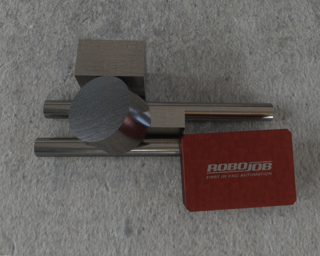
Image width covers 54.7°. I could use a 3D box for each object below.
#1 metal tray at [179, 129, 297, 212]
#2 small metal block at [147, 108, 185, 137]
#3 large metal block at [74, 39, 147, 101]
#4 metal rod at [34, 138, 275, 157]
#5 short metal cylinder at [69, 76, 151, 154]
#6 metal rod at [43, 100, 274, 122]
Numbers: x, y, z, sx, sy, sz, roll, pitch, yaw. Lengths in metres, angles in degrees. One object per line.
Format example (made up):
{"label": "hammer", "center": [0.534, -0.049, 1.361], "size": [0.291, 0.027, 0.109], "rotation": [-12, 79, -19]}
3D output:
{"label": "metal tray", "center": [0.092, 0.049, 0.375], "size": [0.131, 0.030, 0.089], "rotation": [-3, 88, -3]}
{"label": "small metal block", "center": [0.005, -0.004, 0.397], "size": [0.050, 0.050, 0.025], "rotation": [1, 70, 0]}
{"label": "large metal block", "center": [-0.059, -0.071, 0.406], "size": [0.081, 0.080, 0.050], "rotation": [1, 70, 0]}
{"label": "metal rod", "center": [-0.006, 0.025, 0.401], "size": [0.302, 0.025, 0.025], "rotation": [0, 70, -1]}
{"label": "short metal cylinder", "center": [-0.058, -0.014, 0.363], "size": [0.080, 0.050, 0.080], "rotation": [-9, 66, 22]}
{"label": "metal rod", "center": [-0.002, -0.023, 0.418], "size": [0.302, 0.025, 0.025], "rotation": [1, 70, 0]}
